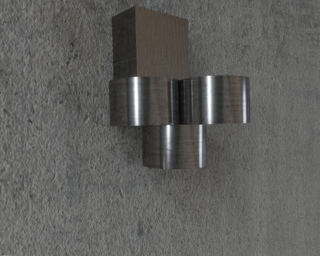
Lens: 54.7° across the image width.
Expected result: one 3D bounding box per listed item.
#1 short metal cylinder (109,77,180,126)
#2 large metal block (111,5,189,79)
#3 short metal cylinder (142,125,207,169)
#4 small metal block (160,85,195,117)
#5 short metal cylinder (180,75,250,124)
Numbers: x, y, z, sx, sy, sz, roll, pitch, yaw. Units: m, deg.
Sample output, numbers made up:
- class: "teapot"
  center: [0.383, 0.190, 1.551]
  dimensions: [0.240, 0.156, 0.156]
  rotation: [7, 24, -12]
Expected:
- class: "short metal cylinder"
  center: [-0.017, -0.029, 0.356]
  dimensions: [0.081, 0.080, 0.050]
  rotation: [-3, 92, -40]
- class: "large metal block"
  center: [-0.011, -0.095, 0.381]
  dimensions: [0.081, 0.050, 0.079]
  rotation: [-2, 92, -40]
- class: "short metal cylinder"
  center: [0.018, 0.021, 0.386]
  dimensions: [0.081, 0.080, 0.050]
  rotation: [-1, 91, -40]
- class: "small metal block"
  center: [0.022, -0.030, 0.411]
  dimensions: [0.025, 0.050, 0.050]
  rotation: [1, 89, -40]
- class: "short metal cylinder"
  center: [0.062, -0.030, 0.358]
  dimensions: [0.081, 0.080, 0.050]
  rotation: [-3, 92, -40]
